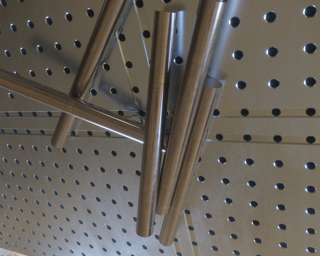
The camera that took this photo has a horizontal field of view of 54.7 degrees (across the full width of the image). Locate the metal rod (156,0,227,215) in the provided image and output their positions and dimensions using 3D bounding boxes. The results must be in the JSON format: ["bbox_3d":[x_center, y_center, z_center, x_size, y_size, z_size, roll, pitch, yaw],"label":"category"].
[{"bbox_3d":[0.025,0.000,0.370,0.025,0.025,0.298,22,127,14],"label":"metal rod"}]

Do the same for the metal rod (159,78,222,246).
[{"bbox_3d":[0.034,0.068,0.434,0.025,0.025,0.298,22,127,15],"label":"metal rod"}]

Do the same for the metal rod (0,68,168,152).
[{"bbox_3d":[-0.124,-0.032,0.421,0.301,0.025,0.025,22,127,2],"label":"metal rod"}]

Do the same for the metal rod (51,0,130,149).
[{"bbox_3d":[-0.100,-0.070,0.418,0.025,0.025,0.298,38,129,2],"label":"metal rod"}]

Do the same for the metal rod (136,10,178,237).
[{"bbox_3d":[-0.008,0.012,0.388,0.025,0.025,0.298,15,114,19],"label":"metal rod"}]
